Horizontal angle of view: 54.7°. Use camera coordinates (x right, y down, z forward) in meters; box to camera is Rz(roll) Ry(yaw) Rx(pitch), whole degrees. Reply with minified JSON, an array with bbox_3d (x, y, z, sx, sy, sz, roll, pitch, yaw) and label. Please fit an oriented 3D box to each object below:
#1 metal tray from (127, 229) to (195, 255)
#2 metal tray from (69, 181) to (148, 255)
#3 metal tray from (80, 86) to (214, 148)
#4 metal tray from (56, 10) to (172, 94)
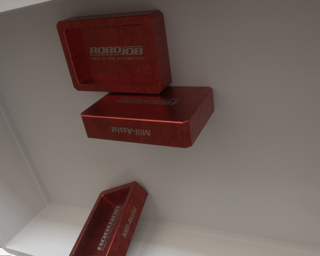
[{"bbox_3d":[-0.002,0.229,0.549,0.130,0.030,0.089,2,119,27],"label":"metal tray"},{"bbox_3d":[-0.077,0.148,0.469,0.090,0.130,0.030,-23,120,36],"label":"metal tray"},{"bbox_3d":[-0.012,-0.018,0.360,0.130,0.090,0.030,5,121,25],"label":"metal tray"},{"bbox_3d":[-0.055,-0.090,0.377,0.130,0.030,0.089,5,121,25],"label":"metal tray"}]
